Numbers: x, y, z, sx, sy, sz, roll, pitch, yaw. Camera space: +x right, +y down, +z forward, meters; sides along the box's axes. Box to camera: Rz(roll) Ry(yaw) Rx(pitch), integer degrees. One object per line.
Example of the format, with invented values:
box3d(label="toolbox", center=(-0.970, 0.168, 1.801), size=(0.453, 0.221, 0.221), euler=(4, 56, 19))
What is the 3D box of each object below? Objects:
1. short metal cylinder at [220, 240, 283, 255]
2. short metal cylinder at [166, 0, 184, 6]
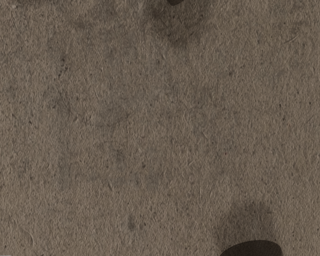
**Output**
box3d(label="short metal cylinder", center=(0.117, 0.182, 0.384), size=(0.080, 0.080, 0.050), euler=(-18, 90, 0))
box3d(label="short metal cylinder", center=(0.026, -0.200, 0.383), size=(0.080, 0.080, 0.050), euler=(-42, 90, 0))
